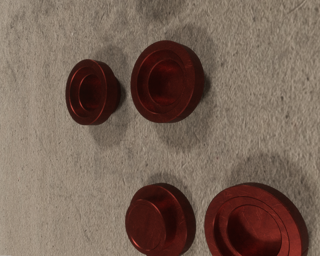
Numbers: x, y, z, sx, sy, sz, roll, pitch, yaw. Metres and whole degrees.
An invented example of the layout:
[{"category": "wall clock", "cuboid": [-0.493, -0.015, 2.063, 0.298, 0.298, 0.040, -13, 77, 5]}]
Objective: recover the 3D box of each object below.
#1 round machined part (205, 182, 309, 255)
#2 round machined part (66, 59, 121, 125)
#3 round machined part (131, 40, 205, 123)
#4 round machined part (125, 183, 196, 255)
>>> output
[{"category": "round machined part", "cuboid": [0.098, 0.104, 0.312, 0.098, 0.042, 0.097, 0, 90, 39]}, {"category": "round machined part", "cuboid": [-0.098, -0.053, 0.472, 0.098, 0.042, 0.097, 0, 90, 39]}, {"category": "round machined part", "cuboid": [0.013, -0.054, 0.381, 0.098, 0.042, 0.097, 0, 90, 39]}, {"category": "round machined part", "cuboid": [-0.006, 0.122, 0.397, 0.098, 0.042, 0.097, 0, 90, 39]}]
